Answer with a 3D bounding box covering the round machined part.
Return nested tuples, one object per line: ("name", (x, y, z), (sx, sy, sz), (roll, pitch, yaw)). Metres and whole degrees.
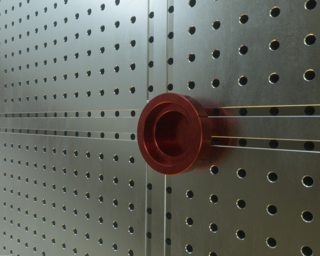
("round machined part", (0.021, 0.007, 0.382), (0.098, 0.042, 0.097), (0, 90, 40))
